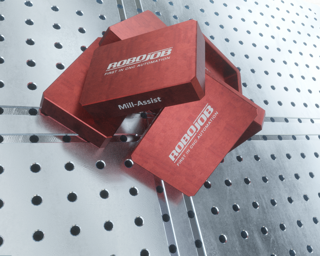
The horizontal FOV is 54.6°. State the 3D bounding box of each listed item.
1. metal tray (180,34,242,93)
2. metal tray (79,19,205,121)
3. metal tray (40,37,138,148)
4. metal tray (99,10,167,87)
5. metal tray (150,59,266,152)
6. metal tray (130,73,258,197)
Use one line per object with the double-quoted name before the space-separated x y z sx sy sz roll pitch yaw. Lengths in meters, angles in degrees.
"metal tray" 0.076 -0.080 0.463 0.130 0.030 0.090 32 48 -36
"metal tray" -0.018 -0.062 0.339 0.030 0.130 0.090 54 33 -49
"metal tray" -0.075 -0.049 0.394 0.090 0.030 0.130 34 51 -7
"metal tray" -0.016 -0.116 0.443 0.090 0.030 0.131 42 37 -4
"metal tray" 0.059 -0.024 0.411 0.130 0.090 0.030 33 51 -7
"metal tray" 0.037 0.005 0.363 0.090 0.130 0.030 34 13 -6
